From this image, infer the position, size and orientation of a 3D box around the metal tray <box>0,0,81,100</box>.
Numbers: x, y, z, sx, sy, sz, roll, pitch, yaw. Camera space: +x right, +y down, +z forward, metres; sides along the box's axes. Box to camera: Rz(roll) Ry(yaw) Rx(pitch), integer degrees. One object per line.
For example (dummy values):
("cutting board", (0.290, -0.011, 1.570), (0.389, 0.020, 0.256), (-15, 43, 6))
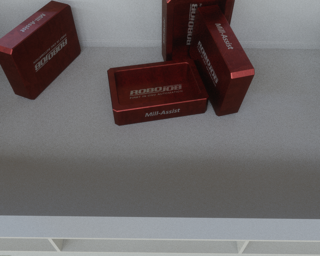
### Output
("metal tray", (-0.173, -0.116, 0.459), (0.030, 0.090, 0.130), (19, 53, 15))

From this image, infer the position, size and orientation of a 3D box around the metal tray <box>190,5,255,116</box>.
("metal tray", (0.079, -0.093, 0.429), (0.030, 0.090, 0.130), (-12, 60, -10))

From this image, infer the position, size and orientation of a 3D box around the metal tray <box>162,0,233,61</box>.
("metal tray", (0.050, -0.147, 0.451), (0.091, 0.129, 0.030), (-11, 60, -6))

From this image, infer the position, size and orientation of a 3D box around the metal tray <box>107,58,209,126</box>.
("metal tray", (-0.005, -0.055, 0.447), (0.131, 0.030, 0.090), (-9, 51, -8))

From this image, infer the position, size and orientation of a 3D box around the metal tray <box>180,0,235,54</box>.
("metal tray", (0.062, -0.170, 0.480), (0.091, 0.129, 0.030), (0, 50, 0))
